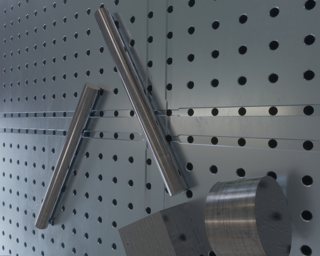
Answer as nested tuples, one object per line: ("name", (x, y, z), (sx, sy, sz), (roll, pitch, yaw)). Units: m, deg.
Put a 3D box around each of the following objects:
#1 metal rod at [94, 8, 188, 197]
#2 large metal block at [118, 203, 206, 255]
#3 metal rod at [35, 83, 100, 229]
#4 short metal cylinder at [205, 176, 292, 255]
("metal rod", (-0.033, -0.049, 0.436), (0.025, 0.025, 0.299), (-37, 68, 34))
("large metal block", (0.003, 0.150, 0.391), (0.080, 0.050, 0.080), (-34, 69, 35))
("metal rod", (-0.169, 0.060, 0.548), (0.025, 0.025, 0.298), (39, 113, 33))
("short metal cylinder", (0.087, 0.089, 0.301), (0.050, 0.081, 0.080), (-16, 80, 39))
